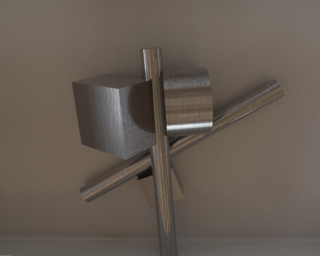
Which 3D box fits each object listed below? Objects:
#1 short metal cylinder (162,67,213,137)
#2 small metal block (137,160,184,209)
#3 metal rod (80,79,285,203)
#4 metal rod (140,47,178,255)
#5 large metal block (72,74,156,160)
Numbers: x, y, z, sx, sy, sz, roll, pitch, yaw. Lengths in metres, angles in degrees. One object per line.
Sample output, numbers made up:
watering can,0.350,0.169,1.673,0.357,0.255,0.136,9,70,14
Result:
short metal cylinder,0.030,-0.031,0.369,0.050,0.080,0.079,-5,110,0
small metal block,0.002,0.081,0.439,0.050,0.025,0.050,-20,109,7
metal rod,0.022,0.022,0.417,0.300,0.025,0.025,-30,108,10
metal rod,0.001,0.050,0.400,0.025,0.025,0.298,-5,109,1
large metal block,-0.054,-0.017,0.369,0.080,0.050,0.079,13,116,38
